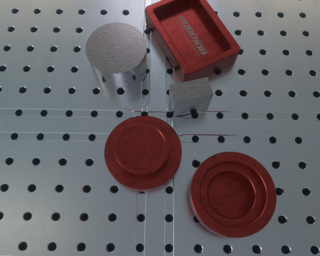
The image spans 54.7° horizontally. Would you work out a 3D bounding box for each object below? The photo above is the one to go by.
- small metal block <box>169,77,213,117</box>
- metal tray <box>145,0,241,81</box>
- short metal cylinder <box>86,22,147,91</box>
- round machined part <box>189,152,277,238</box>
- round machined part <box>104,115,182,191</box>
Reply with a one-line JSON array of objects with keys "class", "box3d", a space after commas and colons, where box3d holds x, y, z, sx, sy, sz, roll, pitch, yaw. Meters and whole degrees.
[{"class": "small metal block", "box3d": [0.040, -0.040, 0.413, 0.050, 0.050, 0.025, -13, 71, -5]}, {"class": "metal tray", "box3d": [0.046, -0.139, 0.460, 0.090, 0.030, 0.130, -26, 72, -9]}, {"class": "short metal cylinder", "box3d": [-0.058, -0.099, 0.434, 0.081, 0.050, 0.080, 0, 70, 0]}, {"class": "round machined part", "box3d": [0.084, 0.081, 0.374, 0.099, 0.042, 0.098, 0, 70, 0]}, {"class": "round machined part", "box3d": [-0.021, 0.029, 0.392, 0.099, 0.042, 0.098, 0, 70, 0]}]
